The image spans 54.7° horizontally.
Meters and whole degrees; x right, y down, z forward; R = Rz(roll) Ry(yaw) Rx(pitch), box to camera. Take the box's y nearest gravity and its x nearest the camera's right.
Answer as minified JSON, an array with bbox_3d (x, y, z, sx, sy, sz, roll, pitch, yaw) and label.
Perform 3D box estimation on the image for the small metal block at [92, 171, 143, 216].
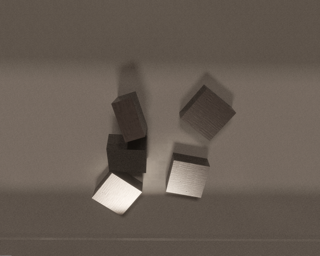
[{"bbox_3d":[-0.060,0.089,0.443,0.050,0.025,0.050,35,106,-13],"label":"small metal block"}]

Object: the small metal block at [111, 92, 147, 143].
[{"bbox_3d":[-0.037,-0.015,0.390,0.025,0.050,0.050,-17,104,5],"label":"small metal block"}]

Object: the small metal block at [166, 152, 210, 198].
[{"bbox_3d":[0.038,0.066,0.436,0.050,0.025,0.050,11,110,-5],"label":"small metal block"}]

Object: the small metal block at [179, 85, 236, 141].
[{"bbox_3d":[0.061,-0.020,0.405,0.050,0.025,0.050,37,106,-13],"label":"small metal block"}]

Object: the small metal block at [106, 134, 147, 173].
[{"bbox_3d":[-0.043,0.035,0.413,0.050,0.025,0.050,2,137,-2],"label":"small metal block"}]
